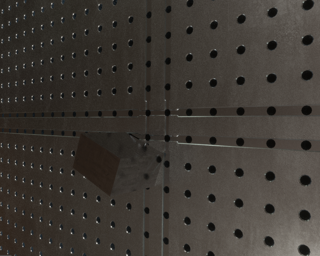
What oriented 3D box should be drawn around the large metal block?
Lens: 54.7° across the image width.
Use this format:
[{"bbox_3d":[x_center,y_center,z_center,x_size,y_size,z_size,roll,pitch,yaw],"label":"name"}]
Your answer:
[{"bbox_3d":[-0.056,0.044,0.417,0.080,0.081,0.050,27,107,36],"label":"large metal block"}]
